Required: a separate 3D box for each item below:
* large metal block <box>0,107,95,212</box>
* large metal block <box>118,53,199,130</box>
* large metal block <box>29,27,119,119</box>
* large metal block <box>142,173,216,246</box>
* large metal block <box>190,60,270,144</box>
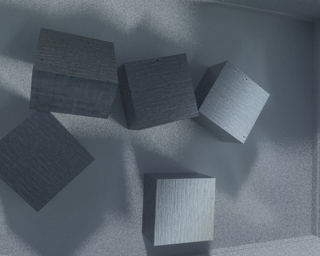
[{"bbox_3d":[-0.134,0.032,0.348,0.080,0.050,0.080,-44,104,-15],"label":"large metal block"},{"bbox_3d":[-0.005,-0.045,0.396,0.081,0.050,0.080,-14,95,-20],"label":"large metal block"},{"bbox_3d":[-0.094,-0.060,0.341,0.081,0.050,0.080,7,43,-20],"label":"large metal block"},{"bbox_3d":[0.024,0.102,0.407,0.081,0.050,0.079,3,89,-20],"label":"large metal block"},{"bbox_3d":[0.091,-0.034,0.432,0.080,0.050,0.080,34,79,-17],"label":"large metal block"}]
